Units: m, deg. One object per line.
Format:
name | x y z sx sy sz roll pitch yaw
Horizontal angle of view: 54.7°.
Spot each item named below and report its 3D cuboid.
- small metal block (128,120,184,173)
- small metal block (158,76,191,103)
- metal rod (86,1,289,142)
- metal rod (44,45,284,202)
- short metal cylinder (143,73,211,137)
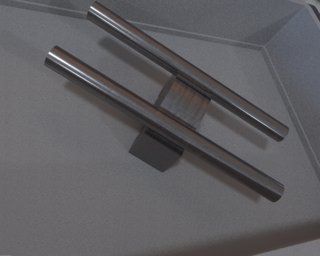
small metal block | -0.003 0.022 0.374 0.050 0.050 0.025 32 52 -8
small metal block | 0.033 -0.053 0.439 0.050 0.050 0.025 32 52 -8
metal rod | 0.042 -0.069 0.406 0.301 0.025 0.025 31 52 -8
metal rod | 0.012 0.001 0.349 0.301 0.025 0.025 31 52 -8
short metal cylinder | 0.021 -0.023 0.395 0.050 0.080 0.080 32 51 -8
